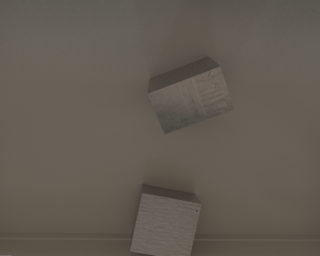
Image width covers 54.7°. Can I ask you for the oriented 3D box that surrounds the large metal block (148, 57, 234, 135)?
[{"bbox_3d":[0.033,-0.042,0.367,0.080,0.080,0.050,-20,109,7],"label":"large metal block"}]

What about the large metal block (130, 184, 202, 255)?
[{"bbox_3d":[0.006,0.130,0.435,0.081,0.050,0.080,12,92,-5],"label":"large metal block"}]
